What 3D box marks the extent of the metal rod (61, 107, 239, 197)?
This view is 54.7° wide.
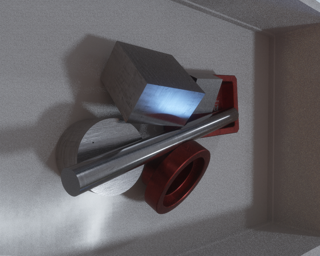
[{"bbox_3d":[0.019,0.012,0.369,0.302,0.025,0.025,-20,103,-49],"label":"metal rod"}]

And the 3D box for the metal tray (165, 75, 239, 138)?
[{"bbox_3d":[0.064,-0.033,0.456,0.131,0.030,0.089,-6,94,-40],"label":"metal tray"}]

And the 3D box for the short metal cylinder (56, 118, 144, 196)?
[{"bbox_3d":[-0.063,0.030,0.336,0.081,0.050,0.079,0,90,-40],"label":"short metal cylinder"}]

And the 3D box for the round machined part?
[{"bbox_3d":[0.015,0.056,0.388,0.099,0.042,0.097,-38,149,-27],"label":"round machined part"}]

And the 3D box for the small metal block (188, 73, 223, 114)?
[{"bbox_3d":[0.053,-0.048,0.423,0.050,0.025,0.050,-6,120,-40],"label":"small metal block"}]

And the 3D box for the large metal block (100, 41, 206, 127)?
[{"bbox_3d":[-0.010,-0.049,0.352,0.081,0.080,0.050,4,130,-39],"label":"large metal block"}]
